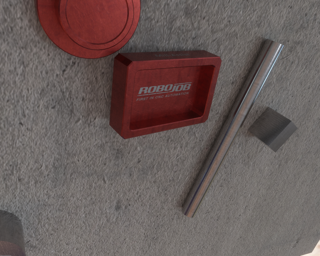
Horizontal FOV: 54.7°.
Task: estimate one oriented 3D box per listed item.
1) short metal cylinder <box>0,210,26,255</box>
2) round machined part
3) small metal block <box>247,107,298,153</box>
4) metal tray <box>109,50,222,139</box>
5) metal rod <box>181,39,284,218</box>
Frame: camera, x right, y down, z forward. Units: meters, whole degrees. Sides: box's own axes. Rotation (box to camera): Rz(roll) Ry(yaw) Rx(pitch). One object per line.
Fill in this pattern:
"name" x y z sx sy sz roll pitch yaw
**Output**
"short metal cylinder" -0.205 0.145 0.368 0.081 0.050 0.079 -14 124 -21
"round machined part" -0.063 -0.112 0.292 0.099 0.042 0.097 -14 124 -21
"small metal block" 0.177 0.002 0.489 0.050 0.050 0.025 -50 129 7
"metal tray" 0.008 -0.043 0.367 0.131 0.030 0.089 -11 124 -34
"metal rod" 0.102 0.013 0.470 0.025 0.025 0.298 10 114 -33
